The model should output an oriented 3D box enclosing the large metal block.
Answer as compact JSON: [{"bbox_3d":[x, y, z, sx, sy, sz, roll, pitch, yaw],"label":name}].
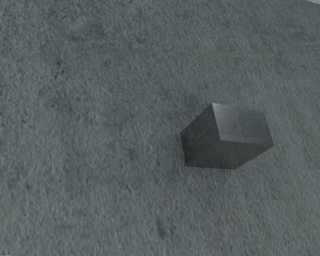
[{"bbox_3d":[0.084,0.014,0.404,0.081,0.080,0.050,7,59,-25],"label":"large metal block"}]
